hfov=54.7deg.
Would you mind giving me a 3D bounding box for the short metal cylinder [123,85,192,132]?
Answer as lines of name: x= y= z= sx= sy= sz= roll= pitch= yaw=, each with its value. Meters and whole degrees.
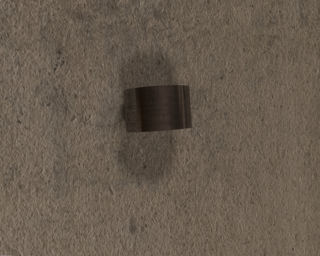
short metal cylinder: x=-0.003 y=-0.023 z=0.380 sx=0.081 sy=0.080 sz=0.050 roll=-5 pitch=92 yaw=-20
